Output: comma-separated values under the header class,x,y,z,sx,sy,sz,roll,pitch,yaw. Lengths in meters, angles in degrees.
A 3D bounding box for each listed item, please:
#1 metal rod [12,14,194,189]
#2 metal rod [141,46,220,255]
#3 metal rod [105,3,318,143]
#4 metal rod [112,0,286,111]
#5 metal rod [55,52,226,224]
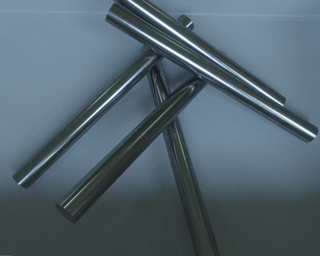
class,x,y,z,sx,sy,sz,roll,pitch,yaw
metal rod,-0.068,-0.039,0.403,0.025,0.025,0.300,43,82,13
metal rod,0.018,0.015,0.384,0.025,0.025,0.299,-12,63,-5
metal rod,0.070,-0.065,0.391,0.301,0.025,0.025,30,72,-7
metal rod,0.038,-0.110,0.397,0.301,0.025,0.025,32,72,-11
metal rod,0.001,-0.012,0.363,0.025,0.025,0.301,36,54,12
